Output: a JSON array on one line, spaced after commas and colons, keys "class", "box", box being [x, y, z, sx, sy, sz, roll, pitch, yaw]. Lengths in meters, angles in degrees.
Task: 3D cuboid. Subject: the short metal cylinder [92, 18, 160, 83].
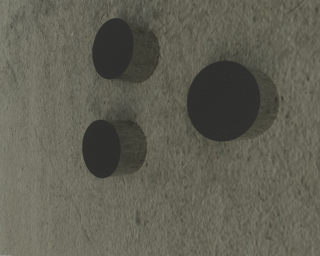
[{"class": "short metal cylinder", "box": [-0.047, -0.104, 0.426, 0.080, 0.050, 0.079, 0, 90, 39]}]

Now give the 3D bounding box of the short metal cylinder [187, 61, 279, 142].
[{"class": "short metal cylinder", "box": [0.076, -0.026, 0.325, 0.080, 0.050, 0.079, 0, 90, 39]}]

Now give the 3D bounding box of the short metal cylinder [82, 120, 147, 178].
[{"class": "short metal cylinder", "box": [-0.065, 0.028, 0.440, 0.080, 0.050, 0.079, 0, 90, 39]}]
